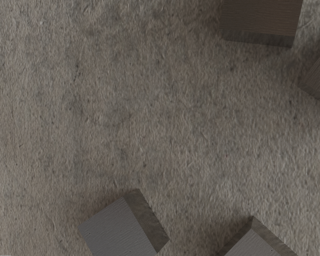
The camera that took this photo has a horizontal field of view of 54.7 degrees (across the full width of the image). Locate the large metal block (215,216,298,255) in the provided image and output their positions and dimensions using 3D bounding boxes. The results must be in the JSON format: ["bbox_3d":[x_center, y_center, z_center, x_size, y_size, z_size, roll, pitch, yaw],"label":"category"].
[{"bbox_3d":[0.111,0.164,0.356,0.080,0.050,0.080,42,103,15],"label":"large metal block"}]

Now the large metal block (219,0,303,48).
[{"bbox_3d":[0.119,-0.142,0.354,0.080,0.050,0.079,13,94,19],"label":"large metal block"}]

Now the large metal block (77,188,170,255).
[{"bbox_3d":[-0.048,0.140,0.411,0.080,0.050,0.080,-36,79,16],"label":"large metal block"}]

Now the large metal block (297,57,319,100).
[{"bbox_3d":[0.206,-0.057,0.323,0.080,0.050,0.080,39,102,15],"label":"large metal block"}]
